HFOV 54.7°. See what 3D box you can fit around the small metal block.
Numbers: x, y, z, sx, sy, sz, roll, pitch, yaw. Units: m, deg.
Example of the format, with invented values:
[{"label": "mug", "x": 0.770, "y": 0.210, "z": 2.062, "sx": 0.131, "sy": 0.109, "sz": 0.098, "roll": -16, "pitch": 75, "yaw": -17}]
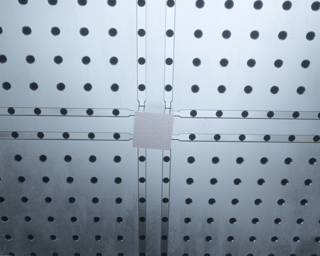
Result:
[{"label": "small metal block", "x": -0.009, "y": 0.000, "z": 0.413, "sx": 0.050, "sy": 0.025, "sz": 0.050, "roll": 5, "pitch": 110, "yaw": -2}]
